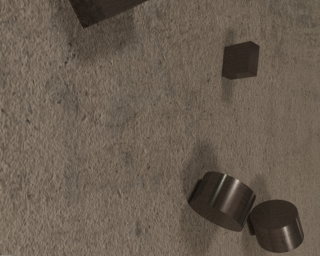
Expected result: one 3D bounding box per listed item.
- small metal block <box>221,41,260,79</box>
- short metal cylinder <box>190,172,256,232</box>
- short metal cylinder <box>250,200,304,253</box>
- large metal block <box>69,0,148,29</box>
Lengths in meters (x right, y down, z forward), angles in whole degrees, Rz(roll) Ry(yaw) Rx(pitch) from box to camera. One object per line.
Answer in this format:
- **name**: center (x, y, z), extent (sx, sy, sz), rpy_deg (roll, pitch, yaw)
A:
- **small metal block**: center (0.130, -0.108, 0.500), extent (0.025, 0.050, 0.050), rpy_deg (12, 82, -40)
- **short metal cylinder**: center (0.090, 0.106, 0.448), extent (0.080, 0.080, 0.050), rpy_deg (47, 62, -30)
- **short metal cylinder**: center (0.205, 0.171, 0.545), extent (0.081, 0.080, 0.050), rpy_deg (-33, 111, -35)
- **large metal block**: center (-0.060, -0.166, 0.339), extent (0.080, 0.050, 0.080), rpy_deg (-38, 114, -34)
